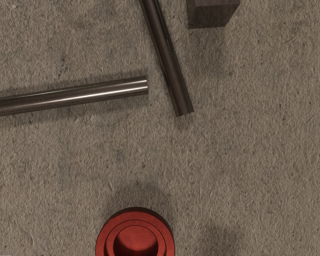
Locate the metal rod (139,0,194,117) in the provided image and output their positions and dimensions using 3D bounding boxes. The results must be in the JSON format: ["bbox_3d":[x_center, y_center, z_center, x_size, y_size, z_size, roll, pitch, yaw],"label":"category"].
[{"bbox_3d":[-0.012,-0.160,0.409,0.025,0.025,0.298,-18,90,0],"label":"metal rod"}]

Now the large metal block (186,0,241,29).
[{"bbox_3d":[0.061,-0.176,0.383,0.050,0.080,0.079,-4,90,0],"label":"large metal block"}]

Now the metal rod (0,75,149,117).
[{"bbox_3d":[-0.166,-0.034,0.407,0.302,0.025,0.025,-9,90,-1],"label":"metal rod"}]

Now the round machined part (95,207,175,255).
[{"bbox_3d":[-0.031,0.150,0.401,0.099,0.042,0.097,0,90,-1],"label":"round machined part"}]
